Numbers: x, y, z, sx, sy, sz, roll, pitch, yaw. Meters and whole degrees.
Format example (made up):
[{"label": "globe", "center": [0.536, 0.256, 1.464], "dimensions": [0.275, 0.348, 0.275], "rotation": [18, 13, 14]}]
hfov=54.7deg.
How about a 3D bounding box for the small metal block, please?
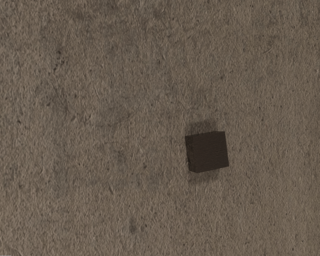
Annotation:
[{"label": "small metal block", "center": [0.066, 0.033, 0.435], "dimensions": [0.050, 0.025, 0.050], "rotation": [-9, 93, -20]}]
